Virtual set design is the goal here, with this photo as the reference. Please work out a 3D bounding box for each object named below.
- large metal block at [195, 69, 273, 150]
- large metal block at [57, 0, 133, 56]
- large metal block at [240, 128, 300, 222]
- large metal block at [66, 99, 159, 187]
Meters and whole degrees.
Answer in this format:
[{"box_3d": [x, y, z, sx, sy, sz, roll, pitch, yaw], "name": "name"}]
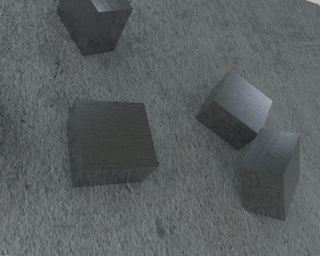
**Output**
[{"box_3d": [0.112, -0.028, 0.465, 0.080, 0.050, 0.080, 37, 51, -4], "name": "large metal block"}, {"box_3d": [-0.090, -0.157, 0.415, 0.050, 0.080, 0.080, -23, 74, -36], "name": "large metal block"}, {"box_3d": [0.146, 0.059, 0.404, 0.080, 0.050, 0.080, -49, 135, -39], "name": "large metal block"}, {"box_3d": [-0.056, 0.017, 0.347, 0.081, 0.050, 0.080, 1, 62, -28], "name": "large metal block"}]
